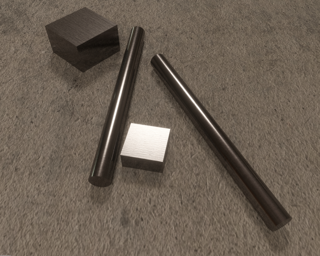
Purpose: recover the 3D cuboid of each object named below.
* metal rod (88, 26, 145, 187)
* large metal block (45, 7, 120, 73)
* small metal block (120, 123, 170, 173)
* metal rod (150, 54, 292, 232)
[{"bbox_3d":[-0.054,-0.053,0.447,0.025,0.025,0.300,5,50,3],"label":"metal rod"},{"bbox_3d":[-0.125,-0.147,0.509,0.080,0.050,0.080,35,58,25],"label":"large metal block"},{"bbox_3d":[-0.017,0.024,0.383,0.050,0.025,0.050,9,51,7],"label":"small metal block"},{"bbox_3d":[0.061,-0.004,0.406,0.025,0.025,0.300,-20,53,-16],"label":"metal rod"}]
